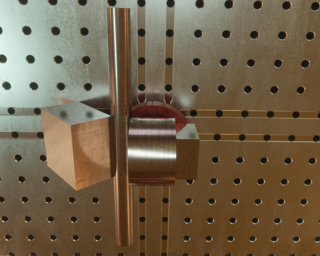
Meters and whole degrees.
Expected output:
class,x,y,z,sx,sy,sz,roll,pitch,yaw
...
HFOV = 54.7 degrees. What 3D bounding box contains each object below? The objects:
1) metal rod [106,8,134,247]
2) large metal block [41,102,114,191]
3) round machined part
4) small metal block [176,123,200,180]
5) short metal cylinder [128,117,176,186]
class,x,y,z,sx,sy,sz,roll,pitch,yaw
metal rod,-0.046,0.015,0.374,0.025,0.025,0.298,1,110,-1
large metal block,-0.102,0.018,0.383,0.050,0.080,0.079,-16,116,-39
round machined part,-0.008,0.011,0.407,0.099,0.042,0.097,0,110,-1
small metal block,0.030,0.027,0.365,0.025,0.050,0.050,1,110,-1
short metal cylinder,-0.009,0.027,0.362,0.050,0.080,0.079,1,110,-1
